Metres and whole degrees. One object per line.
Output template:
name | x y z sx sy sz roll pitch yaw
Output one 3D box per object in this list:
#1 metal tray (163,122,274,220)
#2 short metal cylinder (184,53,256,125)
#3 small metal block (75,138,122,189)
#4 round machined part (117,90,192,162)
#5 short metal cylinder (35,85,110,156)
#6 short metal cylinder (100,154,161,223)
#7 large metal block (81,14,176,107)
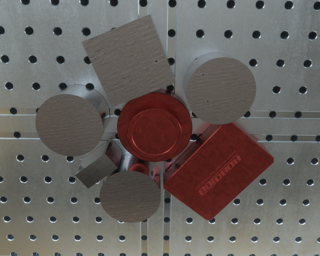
metal tray | 0.078 0.057 0.431 0.090 0.030 0.130 39 105 -13
short metal cylinder | 0.071 -0.050 0.381 0.081 0.050 0.079 0 110 0
small metal block | -0.080 0.047 0.415 0.050 0.050 0.025 -35 106 12
round machined part | -0.007 0.001 0.404 0.099 0.042 0.097 0 110 0
short metal cylinder | -0.108 -0.011 0.394 0.081 0.050 0.079 0 110 0
short metal cylinder | -0.039 0.083 0.429 0.081 0.050 0.079 0 110 0
large metal block | -0.034 -0.081 0.370 0.080 0.050 0.080 -20 109 7
